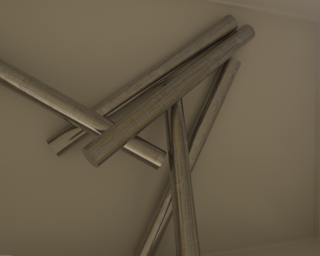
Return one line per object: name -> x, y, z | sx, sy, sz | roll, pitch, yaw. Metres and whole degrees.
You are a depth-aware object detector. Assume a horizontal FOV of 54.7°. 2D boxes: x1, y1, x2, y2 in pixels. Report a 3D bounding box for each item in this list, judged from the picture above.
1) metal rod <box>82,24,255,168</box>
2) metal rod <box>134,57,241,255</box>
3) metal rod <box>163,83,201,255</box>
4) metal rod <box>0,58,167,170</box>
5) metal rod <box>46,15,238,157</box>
metal rod -> 0.029, -0.055, 0.386 | 0.302, 0.025, 0.025 | -41, 103, -29
metal rod -> 0.041, 0.037, 0.425 | 0.025, 0.025, 0.299 | 29, 81, -18
metal rod -> 0.025, 0.077, 0.349 | 0.025, 0.025, 0.299 | 7, 60, -20
metal rod -> -0.127, -0.035, 0.343 | 0.301, 0.025, 0.025 | 30, 80, -10
metal rod -> -0.012, -0.064, 0.405 | 0.301, 0.025, 0.025 | -38, 102, -16
